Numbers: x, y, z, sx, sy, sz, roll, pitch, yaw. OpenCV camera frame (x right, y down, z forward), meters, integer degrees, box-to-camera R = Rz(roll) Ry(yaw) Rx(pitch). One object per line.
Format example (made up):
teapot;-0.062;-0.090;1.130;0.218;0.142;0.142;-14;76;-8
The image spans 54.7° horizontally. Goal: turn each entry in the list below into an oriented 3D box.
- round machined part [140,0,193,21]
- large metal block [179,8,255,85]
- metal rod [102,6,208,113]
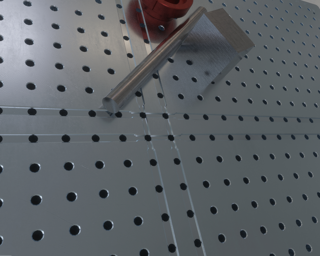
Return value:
round machined part;0.005;-0.226;0.538;0.099;0.042;0.098;14;56;-21
large metal block;0.090;-0.131;0.501;0.050;0.080;0.080;-31;79;-38
metal rod;0.008;-0.122;0.486;0.025;0.025;0.301;39;51;-2
